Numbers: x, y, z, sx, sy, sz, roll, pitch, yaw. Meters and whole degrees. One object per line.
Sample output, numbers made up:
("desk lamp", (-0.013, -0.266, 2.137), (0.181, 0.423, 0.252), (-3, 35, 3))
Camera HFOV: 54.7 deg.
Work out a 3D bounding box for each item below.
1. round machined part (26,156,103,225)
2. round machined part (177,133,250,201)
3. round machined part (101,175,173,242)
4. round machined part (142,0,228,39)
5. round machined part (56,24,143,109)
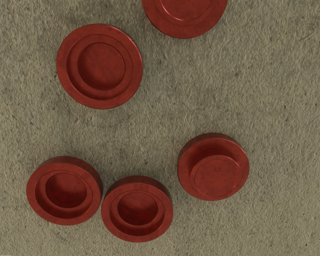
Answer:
("round machined part", (-0.128, 0.082, 0.430), (0.099, 0.042, 0.097), (0, 110, 0))
("round machined part", (0.073, 0.059, 0.423), (0.099, 0.042, 0.097), (0, 110, 0))
("round machined part", (-0.031, 0.110, 0.441), (0.099, 0.042, 0.097), (0, 110, 0))
("round machined part", (0.028, -0.150, 0.345), (0.099, 0.042, 0.097), (0, 110, 0))
("round machined part", (-0.069, -0.075, 0.372), (0.099, 0.042, 0.097), (0, 110, 0))
